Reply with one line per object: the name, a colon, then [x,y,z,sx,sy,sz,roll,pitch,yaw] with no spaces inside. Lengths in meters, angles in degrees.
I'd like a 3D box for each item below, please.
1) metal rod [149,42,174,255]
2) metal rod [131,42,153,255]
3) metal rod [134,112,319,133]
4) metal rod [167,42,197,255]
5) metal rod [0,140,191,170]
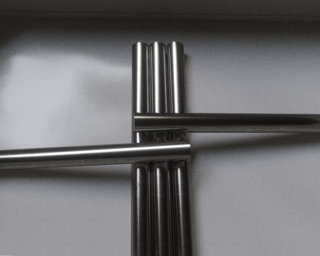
metal rod: [0.000,0.022,0.400,0.025,0.025,0.299,-1,70,-1]
metal rod: [-0.024,0.023,0.400,0.025,0.025,0.299,-1,70,-1]
metal rod: [0.119,-0.006,0.394,0.302,0.025,0.025,0,70,-7]
metal rod: [0.026,0.022,0.401,0.025,0.025,0.299,-1,70,-1]
metal rod: [-0.114,0.035,0.377,0.302,0.025,0.025,-3,70,5]
